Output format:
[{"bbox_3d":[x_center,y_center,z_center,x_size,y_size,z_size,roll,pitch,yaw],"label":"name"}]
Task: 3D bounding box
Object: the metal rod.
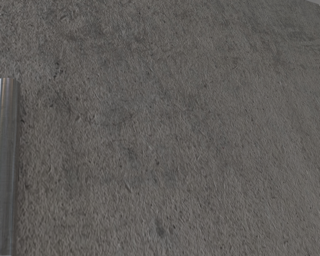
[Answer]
[{"bbox_3d":[-0.142,0.084,0.276,0.025,0.025,0.299,3,60,-27],"label":"metal rod"}]
